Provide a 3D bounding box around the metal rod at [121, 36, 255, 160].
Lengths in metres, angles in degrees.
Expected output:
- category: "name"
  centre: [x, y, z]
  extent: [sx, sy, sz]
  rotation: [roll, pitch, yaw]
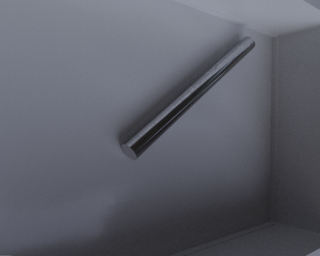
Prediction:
- category: "metal rod"
  centre: [0.057, -0.058, 0.452]
  extent: [0.301, 0.025, 0.025]
  rotation: [-43, 116, -31]
